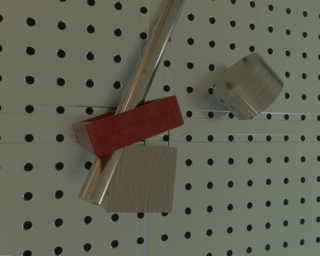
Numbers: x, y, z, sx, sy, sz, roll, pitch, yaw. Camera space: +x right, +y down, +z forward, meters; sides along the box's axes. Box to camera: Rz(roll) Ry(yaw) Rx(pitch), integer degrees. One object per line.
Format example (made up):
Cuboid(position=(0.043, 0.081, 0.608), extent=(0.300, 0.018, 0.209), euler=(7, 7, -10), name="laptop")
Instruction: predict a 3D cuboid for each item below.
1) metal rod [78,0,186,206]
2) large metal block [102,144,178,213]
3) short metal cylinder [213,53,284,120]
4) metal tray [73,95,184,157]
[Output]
Cuboid(position=(-0.021, -0.057, 0.364), extent=(0.025, 0.025, 0.300), euler=(29, 65, -18), name="metal rod")
Cuboid(position=(-0.028, 0.060, 0.390), extent=(0.081, 0.050, 0.080), euler=(6, 88, -20), name="large metal block")
Cuboid(position=(0.121, -0.057, 0.429), extent=(0.050, 0.080, 0.080), euler=(43, 77, -16), name="short metal cylinder")
Cuboid(position=(-0.042, -0.004, 0.342), extent=(0.091, 0.130, 0.030), euler=(-20, 98, -19), name="metal tray")
